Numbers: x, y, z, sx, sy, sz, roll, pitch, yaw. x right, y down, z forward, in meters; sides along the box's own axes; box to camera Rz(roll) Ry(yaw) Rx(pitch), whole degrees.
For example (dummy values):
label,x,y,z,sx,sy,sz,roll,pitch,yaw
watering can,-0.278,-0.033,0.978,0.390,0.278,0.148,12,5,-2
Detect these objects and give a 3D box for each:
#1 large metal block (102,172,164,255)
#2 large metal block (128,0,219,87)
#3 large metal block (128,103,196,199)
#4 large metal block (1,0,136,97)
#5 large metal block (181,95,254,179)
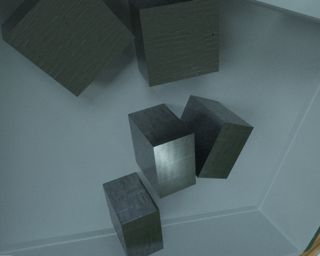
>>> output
label,x,y,z,sx,sy,sz,roll,pitch,yaw
large metal block,-0.038,0.123,0.430,0.050,0.080,0.079,-18,126,-19
large metal block,0.016,-0.099,0.334,0.081,0.050,0.079,-14,125,-11
large metal block,0.002,0.027,0.393,0.050,0.080,0.079,-19,126,-18
large metal block,-0.085,-0.090,0.291,0.080,0.050,0.080,-45,130,3
large metal block,0.065,0.012,0.418,0.050,0.080,0.079,9,114,-33
